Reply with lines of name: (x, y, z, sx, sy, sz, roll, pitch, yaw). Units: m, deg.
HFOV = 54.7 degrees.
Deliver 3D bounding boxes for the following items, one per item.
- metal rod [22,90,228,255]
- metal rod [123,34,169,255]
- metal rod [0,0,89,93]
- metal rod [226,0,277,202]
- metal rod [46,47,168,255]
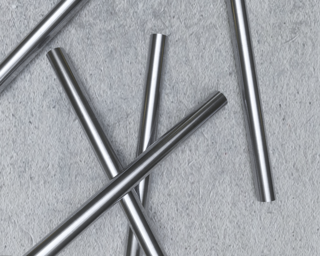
metal rod: (-0.029, 0.053, 0.368, 0.301, 0.025, 0.025, -40, 90, -17)
metal rod: (-0.019, 0.027, 0.409, 0.025, 0.025, 0.298, 7, 90, -1)
metal rod: (-0.199, -0.077, 0.407, 0.025, 0.025, 0.300, 43, 90, -1)
metal rod: (0.119, -0.052, 0.411, 0.025, 0.025, 0.298, -9, 90, 0)
metal rod: (-0.069, 0.032, 0.392, 0.025, 0.025, 0.299, -28, 84, 0)
